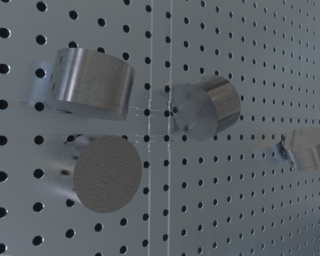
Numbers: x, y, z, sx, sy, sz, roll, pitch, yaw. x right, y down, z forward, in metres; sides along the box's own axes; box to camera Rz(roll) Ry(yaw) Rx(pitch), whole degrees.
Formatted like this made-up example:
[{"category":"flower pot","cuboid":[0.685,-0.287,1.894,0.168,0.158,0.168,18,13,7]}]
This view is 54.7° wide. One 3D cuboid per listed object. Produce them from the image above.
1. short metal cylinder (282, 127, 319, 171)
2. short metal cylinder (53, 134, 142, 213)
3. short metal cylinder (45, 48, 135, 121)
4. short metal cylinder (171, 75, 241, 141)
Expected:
[{"category":"short metal cylinder","cuboid":[0.292,0.041,0.617,0.080,0.080,0.050,-43,116,-32]},{"category":"short metal cylinder","cuboid":[-0.067,0.047,0.337,0.081,0.050,0.079,0,90,-40]},{"category":"short metal cylinder","cuboid":[-0.069,-0.041,0.315,0.081,0.080,0.050,17,79,-39]},{"category":"short metal cylinder","cuboid":[0.062,-0.028,0.425,0.050,0.080,0.080,-25,106,-37]}]
